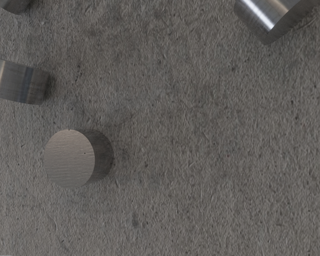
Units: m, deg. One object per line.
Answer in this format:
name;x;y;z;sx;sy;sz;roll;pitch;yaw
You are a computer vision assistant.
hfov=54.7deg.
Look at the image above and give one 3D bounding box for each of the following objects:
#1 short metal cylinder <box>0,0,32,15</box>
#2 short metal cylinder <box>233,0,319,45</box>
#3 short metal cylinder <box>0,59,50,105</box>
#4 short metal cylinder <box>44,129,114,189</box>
short metal cylinder;-0.230;-0.216;0.461;0.080;0.080;0.050;46;104;14
short metal cylinder;0.128;-0.137;0.335;0.080;0.080;0.050;-41;77;15
short metal cylinder;-0.209;-0.069;0.453;0.080;0.080;0.050;18;96;19
short metal cylinder;-0.113;0.041;0.436;0.080;0.050;0.080;0;90;20
